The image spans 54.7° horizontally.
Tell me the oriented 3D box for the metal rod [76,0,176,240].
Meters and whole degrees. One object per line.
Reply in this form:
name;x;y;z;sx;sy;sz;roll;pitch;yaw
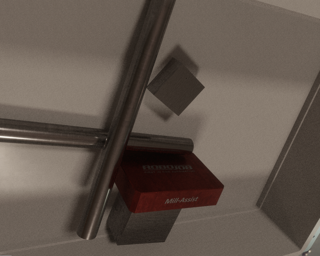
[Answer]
metal rod;-0.042;-0.006;0.355;0.025;0.025;0.298;12;104;-34

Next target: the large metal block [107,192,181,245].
large metal block;-0.022;0.123;0.458;0.081;0.050;0.079;10;113;-33

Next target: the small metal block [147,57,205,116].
small metal block;0.020;-0.051;0.390;0.050;0.025;0.050;-48;129;5

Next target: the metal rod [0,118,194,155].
metal rod;-0.086;0.012;0.369;0.302;0.025;0.025;7;115;-32

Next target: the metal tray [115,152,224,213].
metal tray;0.008;0.067;0.413;0.131;0.090;0.030;3;117;-30
